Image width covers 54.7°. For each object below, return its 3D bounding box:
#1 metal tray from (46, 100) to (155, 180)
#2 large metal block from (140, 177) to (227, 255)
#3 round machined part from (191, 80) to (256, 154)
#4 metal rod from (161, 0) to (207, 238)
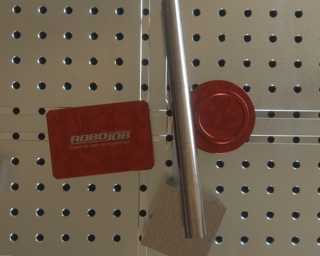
[{"bbox_3d":[-0.076,0.015,0.410,0.131,0.030,0.089,-6,90,0],"label":"metal tray"},{"bbox_3d":[0.029,0.119,0.401,0.080,0.050,0.080,22,90,0],"label":"large metal block"},{"bbox_3d":[0.077,-0.015,0.405,0.099,0.042,0.097,0,90,0],"label":"round machined part"},{"bbox_3d":[0.027,-0.022,0.384,0.025,0.025,0.299,-5,78,0],"label":"metal rod"}]
